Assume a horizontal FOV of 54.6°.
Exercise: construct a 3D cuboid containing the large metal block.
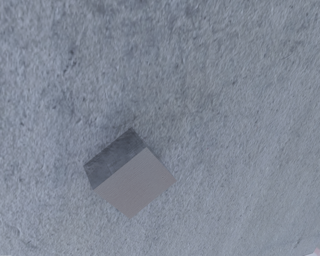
[{"bbox_3d":[-0.038,0.060,0.406,0.080,0.050,0.080,-39,129,-2],"label":"large metal block"}]
